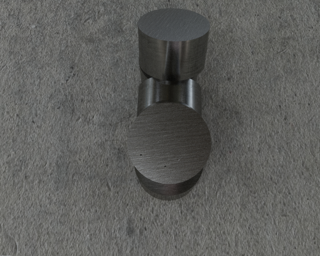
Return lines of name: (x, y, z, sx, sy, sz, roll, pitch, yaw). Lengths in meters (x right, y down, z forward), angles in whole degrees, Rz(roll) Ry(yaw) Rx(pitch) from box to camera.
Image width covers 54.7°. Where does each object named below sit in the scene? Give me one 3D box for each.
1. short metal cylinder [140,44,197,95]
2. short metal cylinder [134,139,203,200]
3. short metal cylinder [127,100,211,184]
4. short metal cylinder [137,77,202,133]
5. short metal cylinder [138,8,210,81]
short metal cylinder: (0.013, -0.081, 0.426, 0.081, 0.050, 0.080, 0, 70, 0)
short metal cylinder: (0.010, 0.046, 0.380, 0.081, 0.050, 0.080, 0, 70, 0)
short metal cylinder: (0.009, 0.012, 0.321, 0.080, 0.050, 0.079, 0, 98, 1)
short metal cylinder: (0.012, -0.025, 0.390, 0.080, 0.080, 0.050, 1, 70, 0)
short metal cylinder: (0.015, -0.099, 0.364, 0.081, 0.050, 0.080, 1, 45, -1)
